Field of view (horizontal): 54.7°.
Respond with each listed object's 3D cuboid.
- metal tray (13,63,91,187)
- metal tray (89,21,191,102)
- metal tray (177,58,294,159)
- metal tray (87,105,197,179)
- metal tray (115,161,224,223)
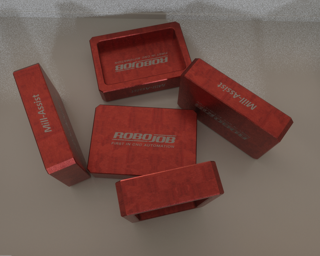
[{"bbox_3d":[-0.127,-0.001,0.372,0.030,0.090,0.130,-23,72,-9],"label":"metal tray"},{"bbox_3d":[-0.026,-0.095,0.440,0.131,0.030,0.090,-12,71,-5],"label":"metal tray"},{"bbox_3d":[0.084,-0.020,0.381,0.130,0.090,0.030,36,75,12],"label":"metal tray"},{"bbox_3d":[-0.020,0.020,0.396,0.131,0.030,0.090,3,70,1],"label":"metal tray"},{"bbox_3d":[0.008,0.072,0.325,0.091,0.130,0.030,-12,71,-5],"label":"metal tray"}]
